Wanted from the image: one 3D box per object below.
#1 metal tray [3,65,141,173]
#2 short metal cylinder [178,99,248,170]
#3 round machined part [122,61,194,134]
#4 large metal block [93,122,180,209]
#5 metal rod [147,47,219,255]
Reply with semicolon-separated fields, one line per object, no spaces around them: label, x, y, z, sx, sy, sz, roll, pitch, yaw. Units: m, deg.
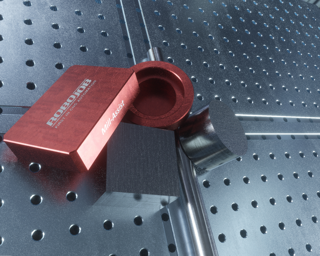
metal tray;-0.089;-0.018;0.336;0.090;0.030;0.130;8;48;23
short metal cylinder;0.070;0.009;0.407;0.080;0.050;0.080;31;43;-33
round machined part;-0.007;-0.035;0.398;0.099;0.042;0.098;0;64;0
large metal block;-0.028;0.044;0.350;0.081;0.050;0.080;10;58;-23
metal rod;0.023;0.016;0.411;0.025;0.025;0.299;1;61;-28
